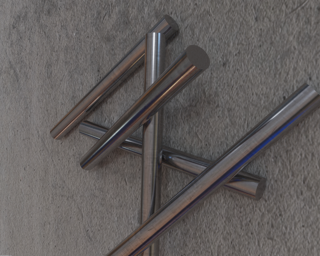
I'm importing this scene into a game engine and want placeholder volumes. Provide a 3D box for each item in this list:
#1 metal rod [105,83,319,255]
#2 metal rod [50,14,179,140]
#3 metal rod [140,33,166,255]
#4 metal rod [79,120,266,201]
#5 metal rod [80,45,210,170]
[{"bbox_3d":[0.041,0.067,0.330,0.299,0.025,0.025,-44,63,17],"label":"metal rod"},{"bbox_3d":[-0.086,-0.062,0.475,0.299,0.025,0.025,-36,68,34],"label":"metal rod"},{"bbox_3d":[-0.010,0.037,0.379,0.025,0.025,0.298,3,91,40],"label":"metal rod"},{"bbox_3d":[-0.009,0.031,0.412,0.300,0.025,0.025,16,100,39],"label":"metal rod"},{"bbox_3d":[-0.042,-0.002,0.381,0.299,0.025,0.025,-38,66,51],"label":"metal rod"}]
